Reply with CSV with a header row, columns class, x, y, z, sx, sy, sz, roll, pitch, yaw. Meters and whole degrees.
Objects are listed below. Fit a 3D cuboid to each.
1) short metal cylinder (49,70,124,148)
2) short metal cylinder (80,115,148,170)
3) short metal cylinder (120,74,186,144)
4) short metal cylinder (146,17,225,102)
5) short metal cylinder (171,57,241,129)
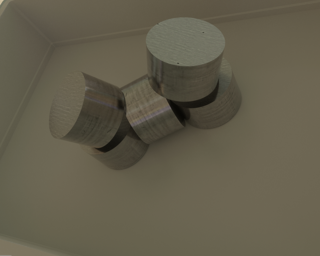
class,x,y,z,sx,sy,sz,roll,pitch,yaw
short metal cylinder,-0.087,-0.021,0.361,0.080,0.050,0.080,-20,61,42
short metal cylinder,-0.061,0.009,0.412,0.080,0.050,0.080,-13,56,20
short metal cylinder,-0.009,-0.027,0.388,0.050,0.080,0.080,-26,53,12
short metal cylinder,0.026,-0.075,0.335,0.081,0.050,0.080,0,53,0
short metal cylinder,0.055,-0.046,0.386,0.080,0.050,0.080,-13,56,20
